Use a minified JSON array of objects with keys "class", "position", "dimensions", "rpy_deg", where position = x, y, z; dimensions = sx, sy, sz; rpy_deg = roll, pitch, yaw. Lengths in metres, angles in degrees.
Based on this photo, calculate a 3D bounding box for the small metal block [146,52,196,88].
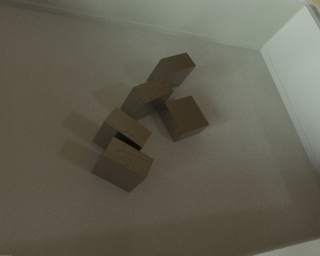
[{"class":"small metal block","position":[0.016,-0.079,0.448],"dimensions":[0.050,0.050,0.025],"rpy_deg":[-24,75,-37]}]

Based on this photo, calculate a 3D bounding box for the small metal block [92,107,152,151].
[{"class":"small metal block","position":[-0.045,0.010,0.360],"dimensions":[0.050,0.050,0.025],"rpy_deg":[36,51,-5]}]

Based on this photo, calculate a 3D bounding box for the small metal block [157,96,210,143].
[{"class":"small metal block","position":[0.032,-0.013,0.433],"dimensions":[0.050,0.025,0.050],"rpy_deg":[-18,72,-35]}]

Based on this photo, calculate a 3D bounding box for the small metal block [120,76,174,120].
[{"class":"small metal block","position":[-0.017,-0.037,0.404],"dimensions":[0.050,0.050,0.025],"rpy_deg":[-27,77,-37]}]

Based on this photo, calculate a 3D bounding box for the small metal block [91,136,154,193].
[{"class":"small metal block","position":[-0.042,0.042,0.342],"dimensions":[0.050,0.050,0.025],"rpy_deg":[30,52,-9]}]
